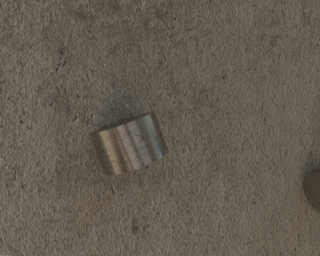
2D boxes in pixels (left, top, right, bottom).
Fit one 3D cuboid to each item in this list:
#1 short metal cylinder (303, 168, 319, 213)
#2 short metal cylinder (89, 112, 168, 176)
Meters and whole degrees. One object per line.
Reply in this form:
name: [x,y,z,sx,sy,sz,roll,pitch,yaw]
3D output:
short metal cylinder: [0.273,0.096,0.480,0.050,0.080,0.080,-24,98,-18]
short metal cylinder: [-0.036,0.017,0.366,0.081,0.080,0.050,-22,98,-19]
